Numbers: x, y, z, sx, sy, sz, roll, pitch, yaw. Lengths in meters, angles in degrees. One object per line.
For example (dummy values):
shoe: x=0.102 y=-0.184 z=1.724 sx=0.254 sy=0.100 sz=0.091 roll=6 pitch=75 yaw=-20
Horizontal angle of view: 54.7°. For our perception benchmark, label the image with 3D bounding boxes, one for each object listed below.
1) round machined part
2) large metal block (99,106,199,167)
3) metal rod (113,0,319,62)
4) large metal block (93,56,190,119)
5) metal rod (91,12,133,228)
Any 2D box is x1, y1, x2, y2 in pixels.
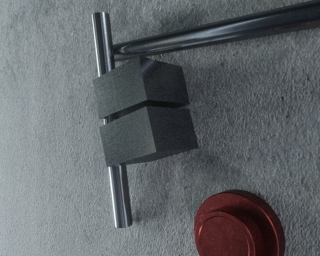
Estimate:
round machined part: x=0.077 y=0.118 z=0.330 sx=0.098 sy=0.042 sz=0.097 roll=0 pitch=90 yaw=39
large metal block: x=-0.013 y=0.012 z=0.378 sx=0.080 sy=0.081 sz=0.050 roll=-21 pitch=77 yaw=38
metal rod: x=0.037 y=-0.108 z=0.372 sx=0.300 sy=0.025 sz=0.025 roll=1 pitch=91 yaw=39
large metal block: x=-0.023 y=-0.045 z=0.386 sx=0.080 sy=0.081 sz=0.050 roll=-17 pitch=79 yaw=38
metal rod: x=-0.067 y=-0.009 z=0.438 sx=0.025 sy=0.025 sz=0.298 roll=-3 pitch=94 yaw=39
